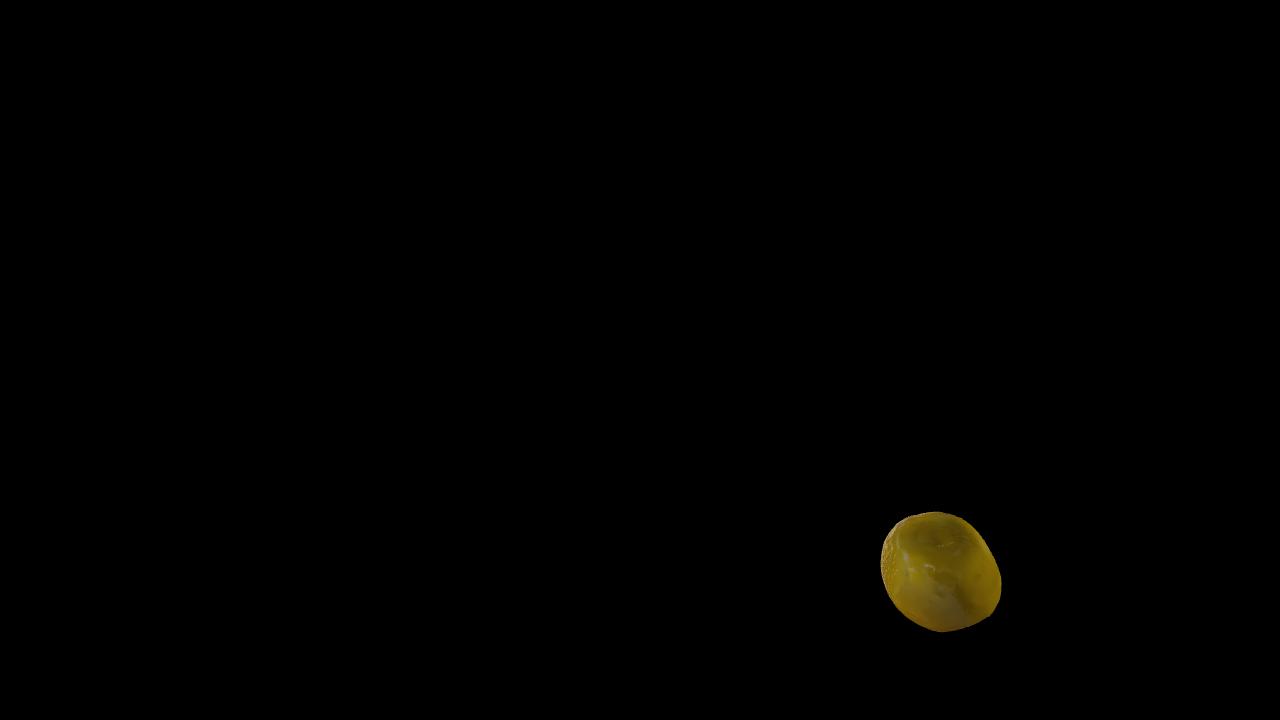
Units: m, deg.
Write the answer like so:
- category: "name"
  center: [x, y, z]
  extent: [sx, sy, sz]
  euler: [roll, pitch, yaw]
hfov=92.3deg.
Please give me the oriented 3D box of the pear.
- category: "pear"
  center: [0.213, 0.166, 0.437]
  extent: [0.080, 0.111, 0.080]
  euler: [-15, 25, 8]
